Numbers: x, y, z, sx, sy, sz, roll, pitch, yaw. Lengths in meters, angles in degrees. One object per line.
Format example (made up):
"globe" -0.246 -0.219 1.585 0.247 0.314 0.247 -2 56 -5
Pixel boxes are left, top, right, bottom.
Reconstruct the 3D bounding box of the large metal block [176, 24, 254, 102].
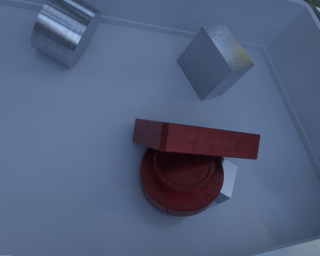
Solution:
"large metal block" 0.082 -0.100 0.478 0.050 0.080 0.080 -19 72 -36

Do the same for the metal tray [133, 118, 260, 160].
"metal tray" 0.043 0.013 0.379 0.131 0.090 0.030 7 92 -25

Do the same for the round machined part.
"round machined part" 0.026 0.049 0.360 0.099 0.042 0.098 2 57 -3

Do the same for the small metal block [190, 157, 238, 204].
"small metal block" 0.070 0.063 0.407 0.050 0.025 0.050 31 52 -9

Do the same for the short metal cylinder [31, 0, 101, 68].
"short metal cylinder" -0.115 -0.122 0.384 0.050 0.080 0.080 29 52 -11
